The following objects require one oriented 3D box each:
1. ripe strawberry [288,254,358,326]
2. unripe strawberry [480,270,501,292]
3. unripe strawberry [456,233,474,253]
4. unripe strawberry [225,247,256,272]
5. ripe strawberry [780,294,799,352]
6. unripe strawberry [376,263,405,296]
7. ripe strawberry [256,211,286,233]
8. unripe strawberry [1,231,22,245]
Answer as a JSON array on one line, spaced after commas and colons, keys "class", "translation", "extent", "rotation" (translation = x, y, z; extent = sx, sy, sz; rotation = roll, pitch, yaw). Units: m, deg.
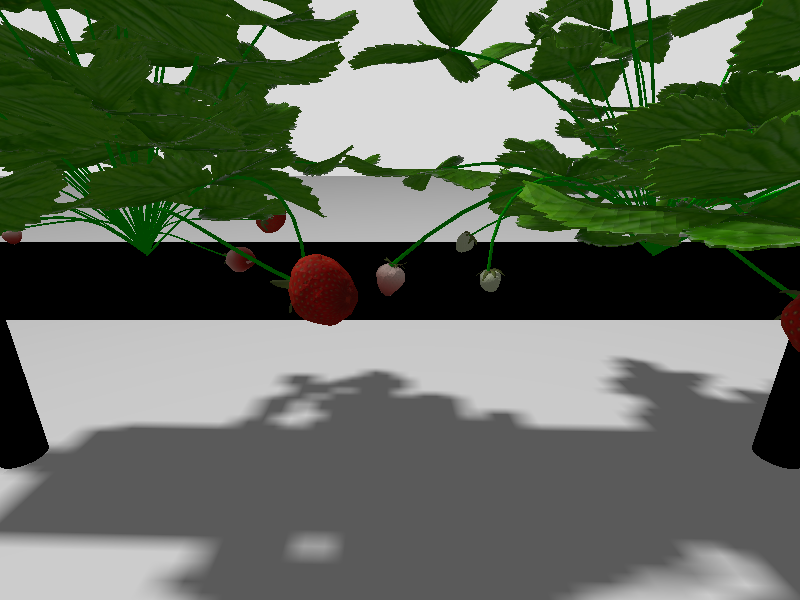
[{"class": "ripe strawberry", "translation": [-0.036, -0.004, 0.194], "extent": [0.034, 0.036, 0.031], "rotation": [16, 25, 38]}, {"class": "unripe strawberry", "translation": [0.057, -0.012, 0.252], "extent": [0.013, 0.014, 0.015], "rotation": [-12, 22, -31]}, {"class": "unripe strawberry", "translation": [0.058, -0.051, 0.365], "extent": [0.016, 0.018, 0.018], "rotation": [41, 17, -9]}, {"class": "unripe strawberry", "translation": [-0.116, -0.029, 0.295], "extent": [0.019, 0.019, 0.021], "rotation": [11, 22, 28]}, {"class": "ripe strawberry", "translation": [0.172, 0.011, 0.152], "extent": [0.038, 0.034, 0.035], "rotation": [5, 20, 13]}, {"class": "unripe strawberry", "translation": [-0.007, -0.012, 0.250], "extent": [0.019, 0.020, 0.018], "rotation": [13, 11, -29]}, {"class": "ripe strawberry", "translation": [-0.148, -0.097, 0.464], "extent": [0.033, 0.038, 0.036], "rotation": [12, 21, 31]}, {"class": "unripe strawberry", "translation": [-0.388, -0.064, 0.401], "extent": [0.016, 0.016, 0.015], "rotation": [6, 20, 16]}]
